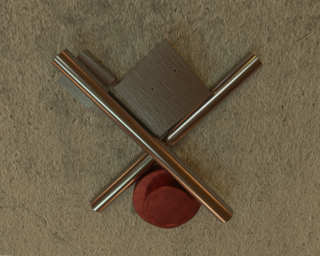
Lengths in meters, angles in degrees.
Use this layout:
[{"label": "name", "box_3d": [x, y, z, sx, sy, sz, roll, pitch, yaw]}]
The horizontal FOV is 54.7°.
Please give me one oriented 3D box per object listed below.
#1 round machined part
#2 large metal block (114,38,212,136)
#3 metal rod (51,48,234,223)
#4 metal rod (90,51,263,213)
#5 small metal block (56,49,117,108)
[{"label": "round machined part", "box_3d": [0.011, 0.102, 0.439, 0.099, 0.042, 0.097, 0, 110, -1]}, {"label": "large metal block", "box_3d": [0.003, -0.051, 0.380, 0.080, 0.050, 0.080, -40, 106, 13]}, {"label": "metal rod", "box_3d": [-0.011, 0.020, 0.391, 0.025, 0.025, 0.300, -42, 105, 13]}, {"label": "metal rod", "box_3d": [0.013, 0.014, 0.418, 0.025, 0.025, 0.299, 43, 104, -15]}, {"label": "small metal block", "box_3d": [-0.091, -0.062, 0.388, 0.050, 0.025, 0.050, 41, 105, -14]}]
